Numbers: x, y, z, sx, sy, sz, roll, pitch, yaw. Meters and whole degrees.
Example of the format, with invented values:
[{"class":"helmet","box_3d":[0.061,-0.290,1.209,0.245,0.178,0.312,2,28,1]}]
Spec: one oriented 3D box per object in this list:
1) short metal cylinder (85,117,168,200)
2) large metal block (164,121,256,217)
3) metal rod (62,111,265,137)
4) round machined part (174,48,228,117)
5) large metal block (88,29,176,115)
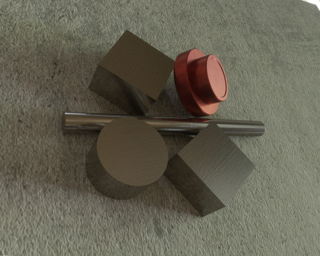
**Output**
[{"class":"short metal cylinder","box_3d":[-0.038,0.035,0.348,0.081,0.050,0.080,14,56,-21]},{"class":"large metal block","box_3d":[0.061,0.051,0.393,0.080,0.050,0.080,48,51,5]},{"class":"metal rod","box_3d":[0.024,-0.003,0.423,0.303,0.025,0.025,2,61,-28]},{"class":"round machined part","box_3d":[0.064,-0.066,0.441,0.098,0.042,0.098,25,59,-50]},{"class":"large metal block","box_3d":[-0.035,-0.071,0.412,0.080,0.050,0.080,32,51,-8]}]
